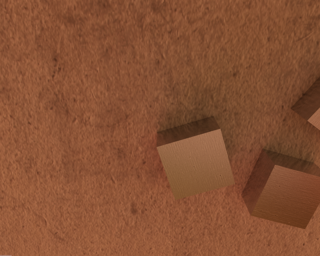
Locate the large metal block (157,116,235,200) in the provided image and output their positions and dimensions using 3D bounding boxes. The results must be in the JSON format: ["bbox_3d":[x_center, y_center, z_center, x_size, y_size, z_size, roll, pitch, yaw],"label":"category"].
[{"bbox_3d":[0.046,0.039,0.412,0.080,0.050,0.080,-17,110,5],"label":"large metal block"}]

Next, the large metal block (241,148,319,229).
[{"bbox_3d":[0.172,0.084,0.430,0.080,0.050,0.079,16,109,-6],"label":"large metal block"}]

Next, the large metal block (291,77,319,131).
[{"bbox_3d":[0.232,-0.026,0.390,0.080,0.050,0.080,34,106,-12],"label":"large metal block"}]
